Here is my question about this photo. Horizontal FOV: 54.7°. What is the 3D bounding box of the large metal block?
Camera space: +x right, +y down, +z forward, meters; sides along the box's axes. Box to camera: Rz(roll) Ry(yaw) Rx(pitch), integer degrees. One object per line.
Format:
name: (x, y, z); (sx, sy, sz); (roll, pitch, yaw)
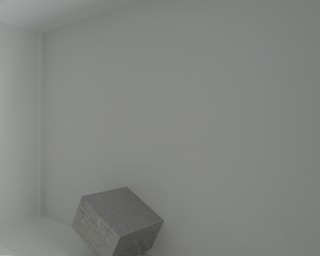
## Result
large metal block: (-0.057, 0.128, 0.415); (0.080, 0.081, 0.050); (34, 111, 34)
